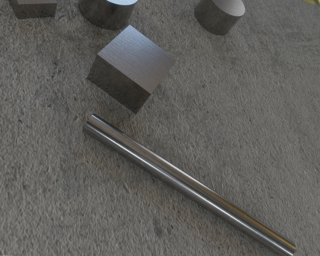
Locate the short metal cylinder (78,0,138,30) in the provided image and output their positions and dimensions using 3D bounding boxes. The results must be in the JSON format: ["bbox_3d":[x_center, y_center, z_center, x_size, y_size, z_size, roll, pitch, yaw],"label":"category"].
[{"bbox_3d":[-0.077,-0.196,0.467,0.081,0.050,0.080,14,56,-21],"label":"short metal cylinder"}]

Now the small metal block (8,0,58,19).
[{"bbox_3d":[-0.175,-0.177,0.418,0.050,0.025,0.050,-19,72,-36],"label":"small metal block"}]

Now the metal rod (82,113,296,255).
[{"bbox_3d":[0.040,0.075,0.381,0.301,0.025,0.025,33,51,-7],"label":"metal rod"}]

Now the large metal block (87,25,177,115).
[{"bbox_3d":[-0.037,-0.079,0.418,0.080,0.050,0.080,37,51,-4],"label":"large metal block"}]

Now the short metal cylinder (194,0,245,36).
[{"bbox_3d":[0.113,-0.223,0.587,0.081,0.050,0.080,14,56,-21],"label":"short metal cylinder"}]
